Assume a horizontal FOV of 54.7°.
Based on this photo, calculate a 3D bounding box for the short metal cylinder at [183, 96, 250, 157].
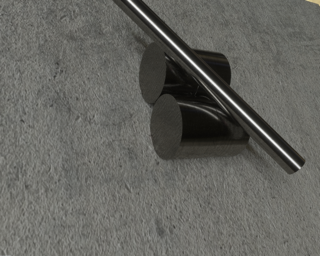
[{"bbox_3d":[0.073,-0.001,0.410,0.050,0.080,0.080,1,62,-28],"label":"short metal cylinder"}]

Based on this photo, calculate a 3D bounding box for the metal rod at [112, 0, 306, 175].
[{"bbox_3d":[0.054,-0.061,0.368,0.300,0.025,0.025,45,51,3],"label":"metal rod"}]

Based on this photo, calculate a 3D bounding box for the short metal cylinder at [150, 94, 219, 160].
[{"bbox_3d":[0.028,-0.001,0.386,0.050,0.080,0.080,1,62,-28],"label":"short metal cylinder"}]

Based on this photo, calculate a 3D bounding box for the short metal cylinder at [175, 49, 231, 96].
[{"bbox_3d":[0.056,-0.072,0.444,0.050,0.080,0.080,1,62,-28],"label":"short metal cylinder"}]

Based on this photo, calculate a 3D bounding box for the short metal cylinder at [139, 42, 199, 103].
[{"bbox_3d":[0.011,-0.072,0.420,0.050,0.080,0.080,1,62,-28],"label":"short metal cylinder"}]
